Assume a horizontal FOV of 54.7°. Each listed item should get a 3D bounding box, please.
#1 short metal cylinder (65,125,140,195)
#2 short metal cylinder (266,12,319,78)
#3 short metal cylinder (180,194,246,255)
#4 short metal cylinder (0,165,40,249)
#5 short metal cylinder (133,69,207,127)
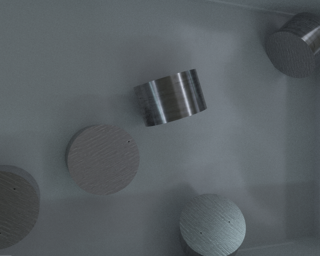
[{"bbox_3d":[-0.070,0.036,0.371,0.081,0.050,0.080,0,90,-20],"label":"short metal cylinder"},{"bbox_3d":[0.206,-0.121,0.457,0.050,0.080,0.080,-41,103,-15],"label":"short metal cylinder"},{"bbox_3d":[0.065,0.132,0.400,0.080,0.050,0.080,-1,52,2],"label":"short metal cylinder"},{"bbox_3d":[-0.173,0.083,0.334,0.081,0.050,0.080,0,90,-20],"label":"short metal cylinder"},{"bbox_3d":[0.013,-0.038,0.386,0.081,0.080,0.050,-19,97,-19],"label":"short metal cylinder"}]
